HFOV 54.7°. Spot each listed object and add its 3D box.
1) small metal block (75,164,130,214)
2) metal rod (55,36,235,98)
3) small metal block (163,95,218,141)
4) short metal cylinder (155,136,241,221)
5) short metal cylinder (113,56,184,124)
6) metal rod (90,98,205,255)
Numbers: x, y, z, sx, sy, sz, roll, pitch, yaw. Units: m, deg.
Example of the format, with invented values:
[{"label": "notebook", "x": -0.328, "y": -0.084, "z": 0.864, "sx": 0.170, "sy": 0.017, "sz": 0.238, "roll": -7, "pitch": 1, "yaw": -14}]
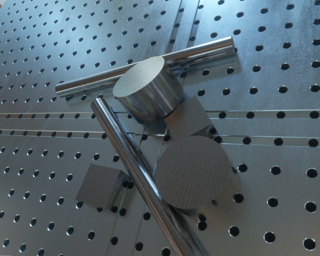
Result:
[{"label": "small metal block", "x": -0.073, "y": 0.077, "z": 0.399, "sx": 0.050, "sy": 0.025, "sz": 0.050, "roll": 6, "pitch": 65, "yaw": 31}, {"label": "metal rod", "x": -0.036, "y": -0.089, "z": 0.482, "sx": 0.301, "sy": 0.025, "sz": 0.025, "roll": -10, "pitch": 57, "yaw": 22}, {"label": "small metal block", "x": 0.037, "y": -0.005, "z": 0.392, "sx": 0.050, "sy": 0.025, "sz": 0.050, "roll": -30, "pitch": 52, "yaw": 8}, {"label": "short metal cylinder", "x": 0.042, "y": 0.055, "z": 0.337, "sx": 0.080, "sy": 0.050, "sz": 0.080, "roll": -13, "pitch": 56, "yaw": 21}, {"label": "short metal cylinder", "x": -0.016, "y": -0.051, "z": 0.416, "sx": 0.080, "sy": 0.050, "sz": 0.080, "roll": -26, "pitch": 33, "yaw": 19}, {"label": "metal rod", "x": -0.025, "y": 0.056, "z": 0.386, "sx": 0.025, "sy": 0.025, "sz": 0.300, "roll": -39, "pitch": 51, "yaw": 2}]
